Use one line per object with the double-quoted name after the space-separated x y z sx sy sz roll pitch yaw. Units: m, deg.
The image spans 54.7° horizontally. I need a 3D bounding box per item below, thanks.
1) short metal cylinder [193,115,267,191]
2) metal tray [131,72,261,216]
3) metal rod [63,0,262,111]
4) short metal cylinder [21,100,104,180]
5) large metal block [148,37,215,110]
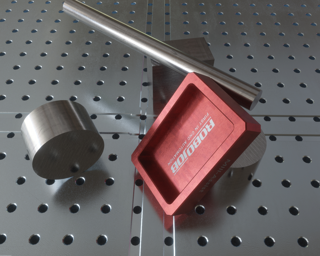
0.080 0.027 0.370 0.081 0.050 0.080 0 50 0 "short metal cylinder"
0.031 0.018 0.330 0.030 0.129 0.090 7 36 -47 "metal tray"
-0.014 -0.103 0.389 0.300 0.025 0.025 32 57 23 "metal rod"
-0.112 0.014 0.358 0.081 0.080 0.050 -23 54 -19 "short metal cylinder"
0.025 -0.076 0.436 0.081 0.080 0.050 -8 51 -7 "large metal block"
